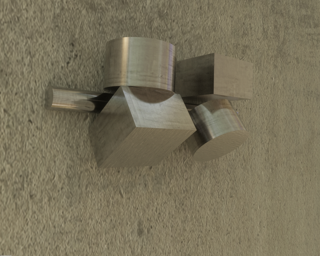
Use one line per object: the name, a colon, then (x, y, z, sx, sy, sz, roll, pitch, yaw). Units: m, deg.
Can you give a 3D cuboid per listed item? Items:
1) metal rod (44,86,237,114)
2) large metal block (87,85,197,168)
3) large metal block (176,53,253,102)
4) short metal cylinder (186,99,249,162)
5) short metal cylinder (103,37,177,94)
metal rod: (0.003, -0.025, 0.411, 0.302, 0.025, 0.025, 3, 88, -40)
large metal block: (-0.022, 0.002, 0.344, 0.081, 0.080, 0.050, 3, 54, -40)
large metal block: (0.070, -0.065, 0.428, 0.081, 0.080, 0.050, 2, 89, -40)
short metal cylinder: (0.073, 0.005, 0.423, 0.081, 0.080, 0.050, 2, 54, -40)
short metal cylinder: (-0.022, -0.066, 0.351, 0.081, 0.080, 0.050, 4, 88, -40)
